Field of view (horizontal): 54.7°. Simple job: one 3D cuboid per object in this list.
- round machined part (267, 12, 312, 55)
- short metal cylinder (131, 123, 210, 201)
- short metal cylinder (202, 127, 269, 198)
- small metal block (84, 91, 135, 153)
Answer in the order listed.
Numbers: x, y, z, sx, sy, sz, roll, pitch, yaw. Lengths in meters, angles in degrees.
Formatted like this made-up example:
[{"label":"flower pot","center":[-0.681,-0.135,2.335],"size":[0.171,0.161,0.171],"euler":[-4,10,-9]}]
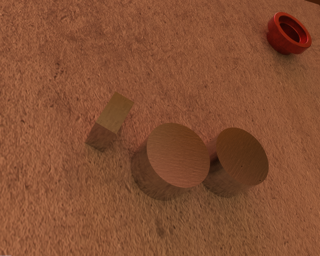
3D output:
[{"label":"round machined part","center":[0.266,-0.193,0.654],"size":[0.099,0.042,0.098],"euler":[14,56,-21]},{"label":"short metal cylinder","center":[0.012,0.041,0.369],"size":[0.081,0.050,0.080],"euler":[14,56,-21]},{"label":"short metal cylinder","center":[0.095,0.046,0.410],"size":[0.081,0.050,0.080],"euler":[14,56,-21]},{"label":"small metal block","center":[-0.059,-0.006,0.360],"size":[0.025,0.050,0.050],"euler":[31,52,-8]}]
